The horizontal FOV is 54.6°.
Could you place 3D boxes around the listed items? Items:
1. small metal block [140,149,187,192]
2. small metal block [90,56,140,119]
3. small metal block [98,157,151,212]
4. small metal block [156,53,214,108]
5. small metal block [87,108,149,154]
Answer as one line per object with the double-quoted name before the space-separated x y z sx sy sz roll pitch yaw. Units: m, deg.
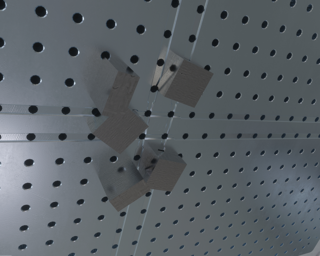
"small metal block" 0.003 0.062 0.451 0.050 0.025 0.050 16 110 -35
"small metal block" -0.051 -0.045 0.339 0.025 0.050 0.050 11 113 -33
"small metal block" -0.048 0.074 0.414 0.050 0.050 0.025 -32 129 -7
"small metal block" 0.031 -0.059 0.391 0.050 0.025 0.050 17 110 -35
"small metal block" -0.051 -0.004 0.380 0.050 0.025 0.050 -44 129 3
